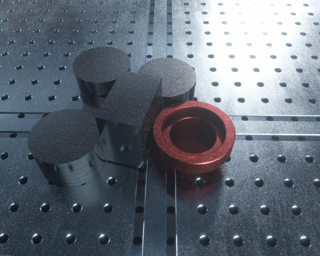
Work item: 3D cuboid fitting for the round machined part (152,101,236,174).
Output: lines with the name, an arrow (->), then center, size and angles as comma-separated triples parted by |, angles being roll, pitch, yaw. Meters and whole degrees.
round machined part -> 0.040, 0.015, 0.384 | 0.099, 0.042, 0.098 | 0, 50, 0

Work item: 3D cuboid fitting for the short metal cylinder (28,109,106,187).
short metal cylinder -> -0.108, 0.023, 0.371 | 0.080, 0.050, 0.080 | 0, 50, 0

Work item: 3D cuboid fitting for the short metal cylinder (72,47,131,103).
short metal cylinder -> -0.082, -0.074, 0.453 | 0.080, 0.050, 0.080 | 0, 50, 0

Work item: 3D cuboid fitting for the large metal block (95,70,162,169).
large metal block -> -0.033, -0.010, 0.376 | 0.050, 0.080, 0.080 | 12, 51, 10

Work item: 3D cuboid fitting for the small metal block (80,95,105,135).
small metal block -> -0.079, -0.014, 0.418 | 0.050, 0.025, 0.050 | 12, 51, 9

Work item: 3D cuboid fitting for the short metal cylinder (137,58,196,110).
short metal cylinder -> 0.009, -0.054, 0.436 | 0.080, 0.050, 0.080 | 0, 50, 0
